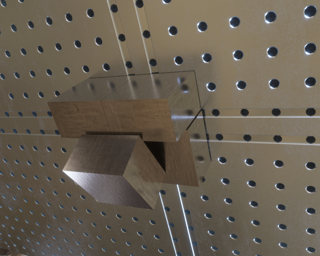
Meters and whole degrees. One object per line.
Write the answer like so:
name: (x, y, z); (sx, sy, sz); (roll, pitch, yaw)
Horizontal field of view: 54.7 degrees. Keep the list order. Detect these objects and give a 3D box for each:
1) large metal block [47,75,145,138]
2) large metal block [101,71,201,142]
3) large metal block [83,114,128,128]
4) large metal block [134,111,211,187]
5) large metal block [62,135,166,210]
large metal block: (-0.079, -0.028, 0.397); (0.080, 0.080, 0.050); (1, 119, 27)
large metal block: (-0.007, -0.027, 0.360); (0.080, 0.080, 0.050); (1, 119, 27)
large metal block: (-0.058, 0.023, 0.435); (0.080, 0.050, 0.079); (1, 119, 27)
large metal block: (0.014, 0.025, 0.398); (0.080, 0.050, 0.079); (1, 119, 27)
large metal block: (-0.050, 0.052, 0.366); (0.080, 0.050, 0.080); (0, 142, 28)
